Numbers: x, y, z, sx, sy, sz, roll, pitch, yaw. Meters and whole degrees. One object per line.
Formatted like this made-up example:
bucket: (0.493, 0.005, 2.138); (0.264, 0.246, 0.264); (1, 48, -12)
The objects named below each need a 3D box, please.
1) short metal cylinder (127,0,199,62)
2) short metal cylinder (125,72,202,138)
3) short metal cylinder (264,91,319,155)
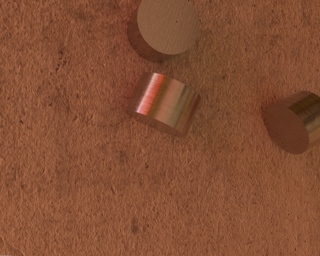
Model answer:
short metal cylinder: (0.003, -0.129, 0.396); (0.081, 0.050, 0.080); (0, 90, -20)
short metal cylinder: (0.004, -0.027, 0.381); (0.080, 0.080, 0.050); (26, 82, -18)
short metal cylinder: (0.202, -0.008, 0.454); (0.050, 0.080, 0.080); (-27, 99, -18)
